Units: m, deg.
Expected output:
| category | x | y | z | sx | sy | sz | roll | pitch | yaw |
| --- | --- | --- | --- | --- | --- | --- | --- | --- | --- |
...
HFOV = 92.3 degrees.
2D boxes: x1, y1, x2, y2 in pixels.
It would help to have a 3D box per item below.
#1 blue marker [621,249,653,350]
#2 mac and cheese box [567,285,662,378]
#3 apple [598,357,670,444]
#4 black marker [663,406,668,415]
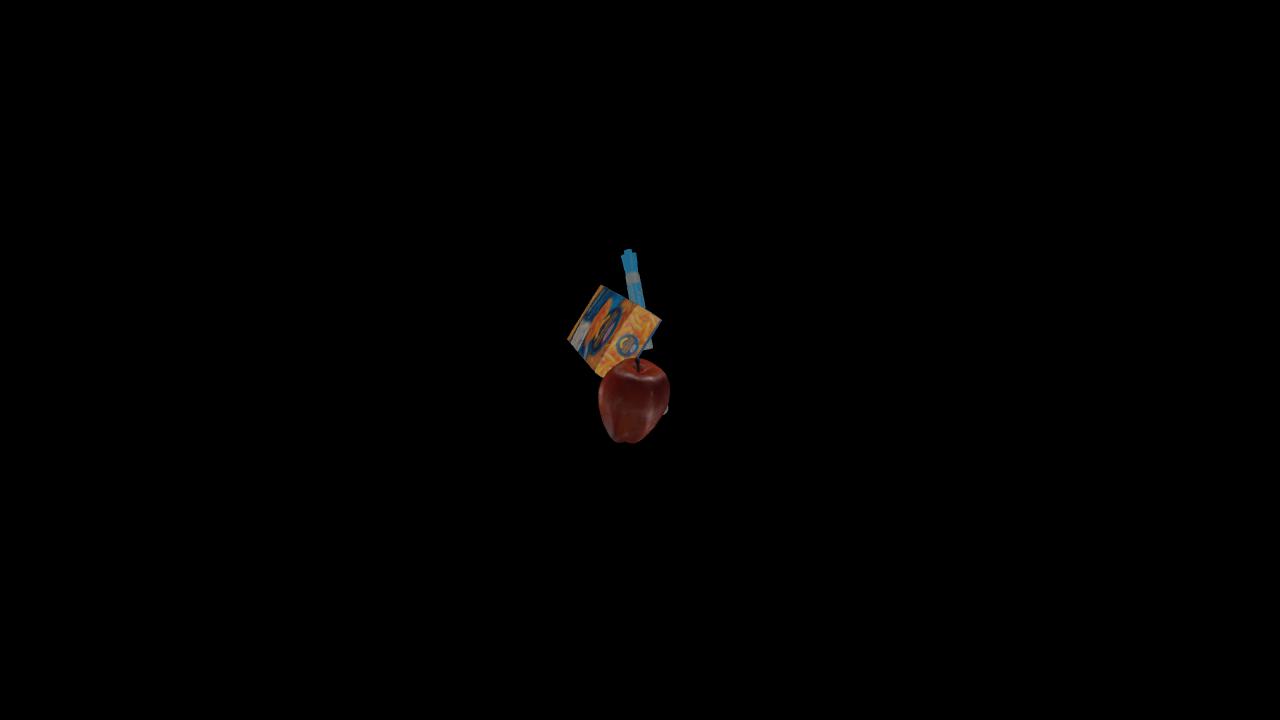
| category | x | y | z | sx | sy | sz | roll | pitch | yaw |
| --- | --- | --- | --- | --- | --- | --- | --- | --- | --- |
| blue marker | -0.004 | -0.072 | 0.729 | 0.020 | 0.121 | 0.020 | -10 | -2 | 0 |
| mac and cheese box | -0.038 | -0.036 | 0.766 | 0.041 | 0.093 | 0.184 | 33 | 2 | -21 |
| apple | -0.008 | 0.042 | 0.663 | 0.079 | 0.093 | 0.079 | 10 | 19 | -3 |
| black marker | 0.001 | 0.064 | 0.738 | 0.020 | 0.020 | 0.121 | 0 | -11 | -22 |
